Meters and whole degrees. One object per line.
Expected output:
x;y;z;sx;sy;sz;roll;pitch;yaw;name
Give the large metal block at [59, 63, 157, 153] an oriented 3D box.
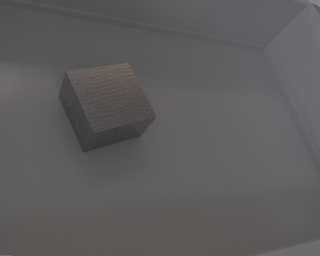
-0.064;-0.026;0.371;0.081;0.050;0.080;-16;70;-34;large metal block
